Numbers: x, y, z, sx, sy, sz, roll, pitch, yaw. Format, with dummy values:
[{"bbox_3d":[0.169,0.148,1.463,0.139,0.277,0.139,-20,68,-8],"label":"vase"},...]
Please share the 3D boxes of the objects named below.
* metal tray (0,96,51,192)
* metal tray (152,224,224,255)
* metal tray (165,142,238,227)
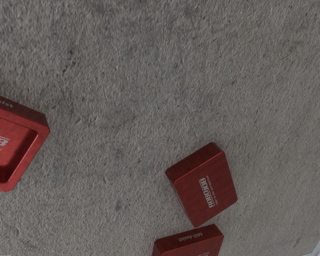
[{"bbox_3d":[-0.190,0.006,0.302,0.131,0.030,0.090,27,103,-38],"label":"metal tray"},{"bbox_3d":[0.049,0.234,0.576,0.131,0.030,0.089,-6,121,-26],"label":"metal tray"},{"bbox_3d":[0.071,0.095,0.501,0.090,0.030,0.130,-31,129,-9],"label":"metal tray"}]
